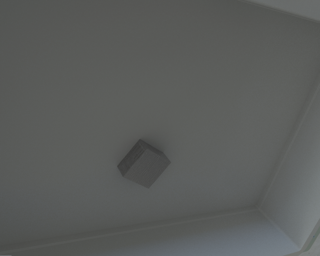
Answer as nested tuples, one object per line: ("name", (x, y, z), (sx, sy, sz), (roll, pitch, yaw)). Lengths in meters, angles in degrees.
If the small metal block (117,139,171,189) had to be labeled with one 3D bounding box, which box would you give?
("small metal block", (-0.022, 0.050, 0.430), (0.050, 0.025, 0.050), (34, 99, -39))
